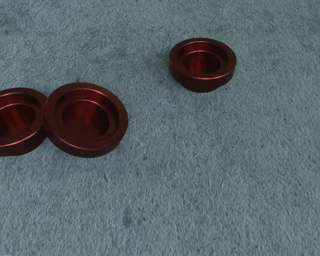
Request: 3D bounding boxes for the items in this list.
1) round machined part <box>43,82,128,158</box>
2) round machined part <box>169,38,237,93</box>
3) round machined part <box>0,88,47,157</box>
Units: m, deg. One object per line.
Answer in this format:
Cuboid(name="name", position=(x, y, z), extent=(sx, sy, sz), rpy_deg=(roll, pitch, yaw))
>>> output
Cuboid(name="round machined part", position=(-0.092, -0.006, 0.382), extent=(0.099, 0.042, 0.098), rpy_deg=(14, 52, -18))
Cuboid(name="round machined part", position=(0.063, -0.091, 0.469), extent=(0.099, 0.042, 0.098), rpy_deg=(0, 50, 0))
Cuboid(name="round machined part", position=(-0.184, -0.003, 0.394), extent=(0.099, 0.042, 0.098), rpy_deg=(0, 50, 0))
